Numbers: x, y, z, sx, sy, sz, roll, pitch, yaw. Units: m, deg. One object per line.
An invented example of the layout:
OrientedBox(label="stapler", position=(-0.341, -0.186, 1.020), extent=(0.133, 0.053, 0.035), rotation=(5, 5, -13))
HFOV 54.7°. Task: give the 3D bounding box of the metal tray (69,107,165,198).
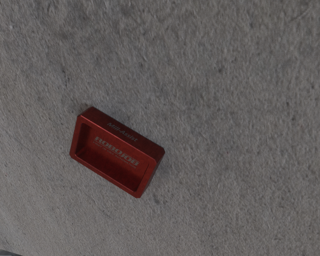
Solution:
OrientedBox(label="metal tray", position=(-0.067, 0.037, 0.459), extent=(0.130, 0.030, 0.089), rotation=(30, 128, 8))
